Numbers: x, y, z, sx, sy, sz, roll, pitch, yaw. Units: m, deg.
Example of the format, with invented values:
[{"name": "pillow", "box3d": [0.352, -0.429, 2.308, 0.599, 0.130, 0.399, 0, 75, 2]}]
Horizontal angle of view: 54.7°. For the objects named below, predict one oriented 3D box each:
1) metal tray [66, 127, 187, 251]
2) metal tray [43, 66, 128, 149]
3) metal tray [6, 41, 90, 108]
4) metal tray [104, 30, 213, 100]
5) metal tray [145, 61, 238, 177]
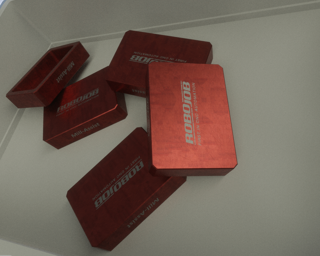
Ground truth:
[{"name": "metal tray", "box3d": [-0.044, 0.071, 0.380, 0.130, 0.030, 0.090, -43, 51, -2]}, {"name": "metal tray", "box3d": [-0.119, -0.032, 0.483, 0.130, 0.030, 0.090, -24, 53, 13]}, {"name": "metal tray", "box3d": [-0.190, -0.091, 0.529, 0.090, 0.030, 0.130, 0, 48, 36]}, {"name": "metal tray", "box3d": [-0.001, -0.085, 0.433, 0.130, 0.030, 0.090, 14, 68, 17]}, {"name": "metal tray", "box3d": [0.032, -0.012, 0.352, 0.091, 0.030, 0.130, 1, 66, -9]}]
